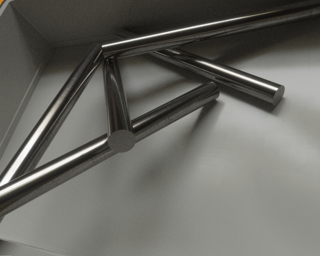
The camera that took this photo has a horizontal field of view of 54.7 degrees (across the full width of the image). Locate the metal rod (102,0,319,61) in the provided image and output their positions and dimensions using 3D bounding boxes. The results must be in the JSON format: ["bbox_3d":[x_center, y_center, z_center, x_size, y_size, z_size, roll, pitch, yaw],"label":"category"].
[{"bbox_3d":[0.070,-0.131,0.413,0.301,0.025,0.025,-9,57,10],"label":"metal rod"}]

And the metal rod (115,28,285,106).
[{"bbox_3d":[0.034,-0.099,0.447,0.300,0.025,0.025,31,79,37],"label":"metal rod"}]

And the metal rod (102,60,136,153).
[{"bbox_3d":[-0.062,-0.062,0.409,0.025,0.025,0.300,-32,31,7],"label":"metal rod"}]

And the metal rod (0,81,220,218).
[{"bbox_3d":[-0.049,0.015,0.331,0.302,0.025,0.025,-29,46,-28],"label":"metal rod"}]

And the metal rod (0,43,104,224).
[{"bbox_3d":[-0.130,-0.005,0.364,0.025,0.025,0.300,-3,46,26],"label":"metal rod"}]
